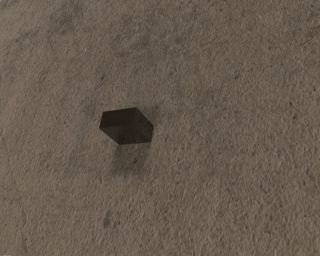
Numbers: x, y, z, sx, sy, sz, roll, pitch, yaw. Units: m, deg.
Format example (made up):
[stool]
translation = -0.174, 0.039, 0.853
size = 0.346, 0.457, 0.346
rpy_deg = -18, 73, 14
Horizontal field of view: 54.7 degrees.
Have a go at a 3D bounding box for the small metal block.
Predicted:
[small metal block]
translation = -0.043, -0.001, 0.410
size = 0.050, 0.050, 0.025
rpy_deg = -6, 59, 25
